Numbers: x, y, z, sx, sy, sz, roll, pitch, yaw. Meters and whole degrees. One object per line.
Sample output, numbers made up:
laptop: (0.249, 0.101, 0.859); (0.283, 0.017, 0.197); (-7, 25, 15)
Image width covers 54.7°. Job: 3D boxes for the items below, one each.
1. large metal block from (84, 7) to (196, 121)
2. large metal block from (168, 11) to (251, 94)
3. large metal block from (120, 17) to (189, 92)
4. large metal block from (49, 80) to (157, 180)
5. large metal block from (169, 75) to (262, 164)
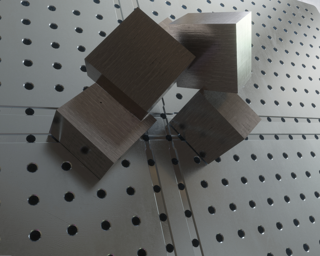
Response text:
large metal block: (-0.022, -0.067, 0.338); (0.080, 0.050, 0.080); (41, 76, -1)
large metal block: (0.063, -0.092, 0.374); (0.080, 0.079, 0.050); (11, 37, 30)
large metal block: (-0.008, -0.091, 0.424); (0.050, 0.080, 0.080); (41, 51, -1)
large metal block: (-0.065, -0.002, 0.359); (0.080, 0.050, 0.080); (43, 51, 1)
large metal block: (0.072, -0.010, 0.417); (0.080, 0.080, 0.050); (47, 51, 4)
